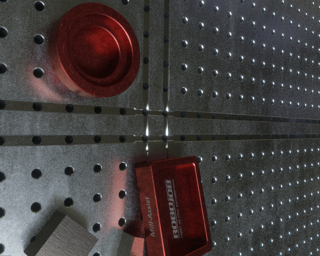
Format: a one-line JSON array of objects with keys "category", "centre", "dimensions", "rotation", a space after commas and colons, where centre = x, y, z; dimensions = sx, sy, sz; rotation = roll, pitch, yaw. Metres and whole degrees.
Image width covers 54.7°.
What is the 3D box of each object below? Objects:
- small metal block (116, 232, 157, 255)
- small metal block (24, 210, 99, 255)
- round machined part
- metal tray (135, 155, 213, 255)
[{"category": "small metal block", "centre": [-0.027, 0.162, 0.389], "dimensions": [0.050, 0.025, 0.050], "rotation": [26, 74, -37]}, {"category": "small metal block", "centre": [-0.102, 0.123, 0.325], "dimensions": [0.050, 0.025, 0.050], "rotation": [50, 60, -29]}, {"category": "round machined part", "centre": [-0.073, -0.081, 0.338], "dimensions": [0.099, 0.042, 0.097], "rotation": [0, 90, -40]}, {"category": "metal tray", "centre": [0.020, 0.105, 0.404], "dimensions": [0.091, 0.030, 0.129], "rotation": [-2, 81, -45]}]
